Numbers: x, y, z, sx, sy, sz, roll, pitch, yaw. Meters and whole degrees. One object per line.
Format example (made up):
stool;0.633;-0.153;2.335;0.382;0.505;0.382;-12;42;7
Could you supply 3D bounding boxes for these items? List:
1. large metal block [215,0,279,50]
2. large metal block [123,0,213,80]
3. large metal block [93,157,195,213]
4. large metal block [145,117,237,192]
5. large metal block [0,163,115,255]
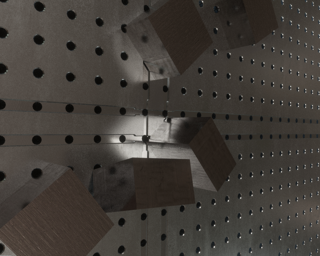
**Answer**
large metal block;0.147;-0.188;0.519;0.080;0.050;0.080;-38;113;-34
large metal block;0.013;-0.121;0.406;0.080;0.050;0.080;-48;119;-29
large metal block;-0.020;0.066;0.352;0.081;0.080;0.050;7;71;-40
large metal block;0.041;0.033;0.410;0.050;0.080;0.080;-47;119;-30
large metal block;-0.107;0.093;0.305;0.080;0.050;0.080;-45;117;-31
